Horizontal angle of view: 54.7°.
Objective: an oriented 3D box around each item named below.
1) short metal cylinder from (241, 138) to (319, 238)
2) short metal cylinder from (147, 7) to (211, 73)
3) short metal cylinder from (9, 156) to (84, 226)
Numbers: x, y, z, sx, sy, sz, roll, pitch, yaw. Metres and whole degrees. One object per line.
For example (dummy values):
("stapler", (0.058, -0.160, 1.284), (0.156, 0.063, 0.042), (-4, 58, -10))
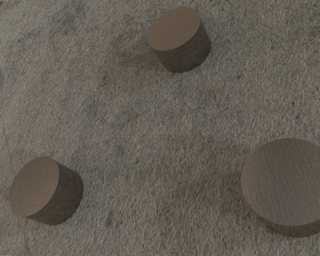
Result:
("short metal cylinder", (0.122, 0.056, 0.289), (0.080, 0.050, 0.080), (-13, 56, 21))
("short metal cylinder", (0.028, -0.127, 0.451), (0.080, 0.050, 0.080), (-13, 56, 21))
("short metal cylinder", (-0.151, 0.085, 0.416), (0.080, 0.050, 0.080), (-13, 56, 21))
